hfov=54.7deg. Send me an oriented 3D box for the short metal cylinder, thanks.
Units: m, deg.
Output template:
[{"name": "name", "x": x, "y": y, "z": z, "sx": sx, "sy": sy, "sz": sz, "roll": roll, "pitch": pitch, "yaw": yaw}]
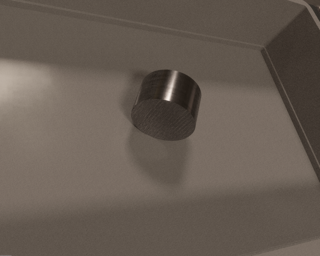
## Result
[{"name": "short metal cylinder", "x": 0.009, "y": -0.027, "z": 0.393, "sx": 0.080, "sy": 0.080, "sz": 0.050, "roll": 25, "pitch": 53, "yaw": -13}]
